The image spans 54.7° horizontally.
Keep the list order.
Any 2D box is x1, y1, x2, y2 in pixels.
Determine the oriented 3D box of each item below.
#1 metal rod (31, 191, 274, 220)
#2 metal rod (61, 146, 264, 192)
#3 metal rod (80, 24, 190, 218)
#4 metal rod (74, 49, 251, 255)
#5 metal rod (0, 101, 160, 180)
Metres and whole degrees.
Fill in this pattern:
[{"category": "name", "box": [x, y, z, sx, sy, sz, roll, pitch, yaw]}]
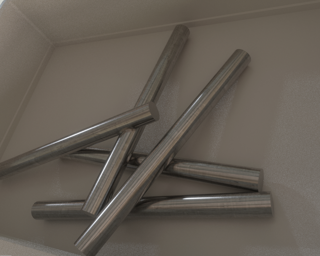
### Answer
[{"category": "metal rod", "box": [-0.028, 0.093, 0.360, 0.301, 0.025, 0.025, -8, 58, 23]}, {"category": "metal rod", "box": [-0.027, 0.043, 0.390, 0.300, 0.025, 0.025, 5, 64, 30]}, {"category": "metal rod", "box": [-0.021, -0.027, 0.408, 0.025, 0.025, 0.300, 7, 59, 31]}, {"category": "metal rod", "box": [0.015, 0.016, 0.360, 0.025, 0.025, 0.301, 27, 68, 37]}, {"category": "metal rod", "box": [-0.137, 0.028, 0.425, 0.300, 0.025, 0.025, -20, 54, 22]}]
